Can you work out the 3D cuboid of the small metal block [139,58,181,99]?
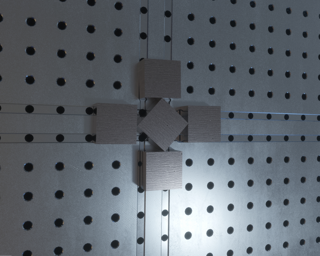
[{"bbox_3d":[0.000,-0.064,0.413,0.050,0.025,0.050,-1,90,-21],"label":"small metal block"}]

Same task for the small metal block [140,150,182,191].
[{"bbox_3d":[0.002,0.056,0.414,0.050,0.025,0.050,0,90,-21],"label":"small metal block"}]

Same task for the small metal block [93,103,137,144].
[{"bbox_3d":[-0.057,-0.005,0.392,0.050,0.025,0.050,1,90,-21],"label":"small metal block"}]

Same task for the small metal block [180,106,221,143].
[{"bbox_3d":[0.057,-0.006,0.435,0.050,0.025,0.050,0,90,-21],"label":"small metal block"}]

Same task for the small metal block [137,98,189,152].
[{"bbox_3d":[0.001,-0.004,0.413,0.050,0.025,0.050,44,76,-15],"label":"small metal block"}]
